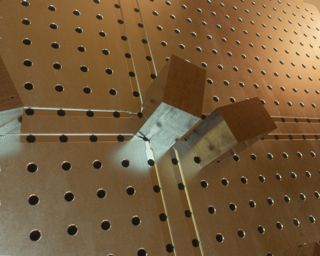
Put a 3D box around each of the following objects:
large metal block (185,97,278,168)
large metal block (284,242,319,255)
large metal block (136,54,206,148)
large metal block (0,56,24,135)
[{"bbox_3d":[0.096,0.006,0.423,0.081,0.080,0.050,-16,70,-35],"label":"large metal block"},{"bbox_3d":[0.191,0.201,0.375,0.080,0.050,0.080,42,51,0],"label":"large metal block"},{"bbox_3d":[0.014,-0.033,0.402,0.050,0.080,0.080,22,53,-15],"label":"large metal block"},{"bbox_3d":[-0.194,-0.032,0.308,0.081,0.050,0.080,-20,72,-36],"label":"large metal block"}]
